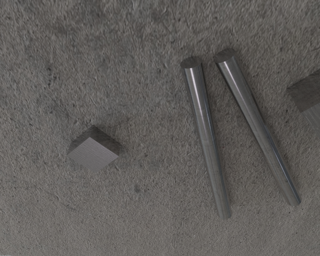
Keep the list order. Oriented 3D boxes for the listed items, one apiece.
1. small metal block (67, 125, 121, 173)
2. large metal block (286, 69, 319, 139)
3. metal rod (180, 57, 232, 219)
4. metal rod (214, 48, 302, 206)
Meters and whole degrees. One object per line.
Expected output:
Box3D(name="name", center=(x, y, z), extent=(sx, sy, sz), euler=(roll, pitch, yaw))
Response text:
Box3D(name="small metal block", center=(-0.092, 0.030, 0.432), extent=(0.050, 0.025, 0.050), euler=(-36, 122, 26))
Box3D(name="large metal block", center=(0.214, -0.030, 0.368), extent=(0.080, 0.050, 0.080), euler=(-34, 123, 25))
Box3D(name="metal rod", center=(0.073, 0.037, 0.439), extent=(0.025, 0.025, 0.299), euler=(-12, 130, 9))
Box3D(name="metal rod", center=(0.145, 0.019, 0.424), extent=(0.025, 0.025, 0.300), euler=(-24, 127, 19))
